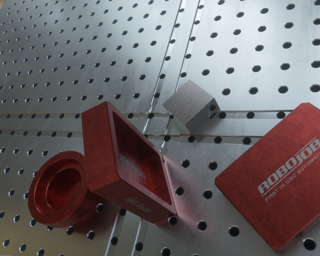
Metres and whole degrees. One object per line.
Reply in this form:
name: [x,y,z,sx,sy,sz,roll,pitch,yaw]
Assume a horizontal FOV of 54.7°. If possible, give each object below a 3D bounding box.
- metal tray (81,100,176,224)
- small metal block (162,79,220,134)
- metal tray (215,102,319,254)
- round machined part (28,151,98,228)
metal tray: [-0.030,0.041,0.331,0.030,0.130,0.090,-25,53,13]
small metal block: [0.040,-0.028,0.405,0.050,0.025,0.050,-43,51,-2]
metal tray: [0.132,0.046,0.307,0.130,0.030,0.090,-41,51,0]
round machined part: [-0.121,0.083,0.410,0.098,0.042,0.098,-13,56,21]
